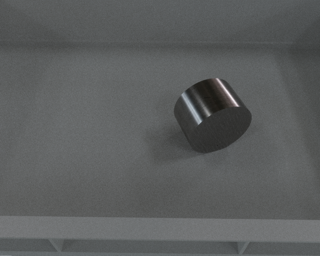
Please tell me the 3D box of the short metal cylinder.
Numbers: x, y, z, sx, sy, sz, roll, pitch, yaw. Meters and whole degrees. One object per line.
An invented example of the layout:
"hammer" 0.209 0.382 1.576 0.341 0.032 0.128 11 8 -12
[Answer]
"short metal cylinder" 0.064 -0.014 0.382 0.081 0.080 0.050 -16 52 -13
